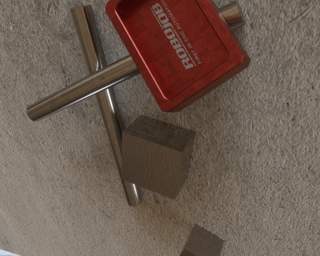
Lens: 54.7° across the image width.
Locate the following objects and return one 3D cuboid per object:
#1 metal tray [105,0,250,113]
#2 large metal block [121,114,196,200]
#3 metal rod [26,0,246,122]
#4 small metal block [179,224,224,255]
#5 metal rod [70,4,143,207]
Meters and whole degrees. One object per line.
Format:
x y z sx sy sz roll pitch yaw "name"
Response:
0.013 -0.091 0.299 0.090 0.030 0.130 -33 80 25 "metal tray"
-0.003 0.038 0.415 0.080 0.050 0.079 18 125 17 "large metal block"
-0.049 -0.066 0.364 0.300 0.025 0.025 -20 108 27 "metal rod"
0.064 0.183 0.469 0.050 0.050 0.025 29 128 9 "small metal block"
-0.067 -0.013 0.432 0.025 0.025 0.298 3 120 26 "metal rod"
